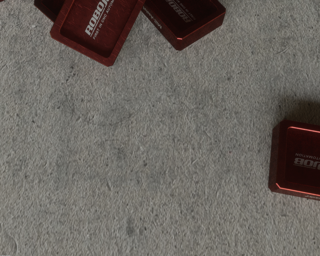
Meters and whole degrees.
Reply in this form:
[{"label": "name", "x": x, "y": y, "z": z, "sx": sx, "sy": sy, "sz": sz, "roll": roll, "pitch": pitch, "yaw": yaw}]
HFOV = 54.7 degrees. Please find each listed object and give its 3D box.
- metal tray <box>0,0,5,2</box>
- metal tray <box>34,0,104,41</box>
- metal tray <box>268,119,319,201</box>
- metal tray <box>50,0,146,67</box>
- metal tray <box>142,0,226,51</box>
[{"label": "metal tray", "x": -0.242, "y": -0.259, "z": 0.498, "sx": 0.131, "sy": 0.030, "sz": 0.090, "roll": -28, "pitch": 73, "yaw": -10}, {"label": "metal tray", "x": -0.110, "y": -0.201, "z": 0.460, "sx": 0.090, "sy": 0.030, "sz": 0.130, "roll": 42, "pitch": 90, "yaw": 14}, {"label": "metal tray", "x": 0.209, "y": 0.045, "z": 0.390, "sx": 0.131, "sy": 0.030, "sz": 0.090, "roll": 10, "pitch": 70, "yaw": 3}, {"label": "metal tray", "x": -0.079, "y": -0.160, "z": 0.421, "sx": 0.090, "sy": 0.030, "sz": 0.129, "roll": 26, "pitch": 94, "yaw": -14}, {"label": "metal tray", "x": 0.025, "y": -0.191, "z": 0.475, "sx": 0.090, "sy": 0.030, "sz": 0.130, "roll": -35, "pitch": 74, "yaw": -12}]
